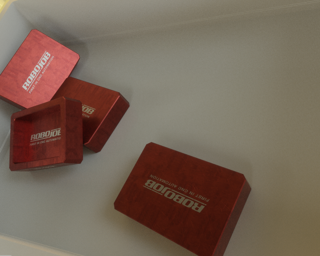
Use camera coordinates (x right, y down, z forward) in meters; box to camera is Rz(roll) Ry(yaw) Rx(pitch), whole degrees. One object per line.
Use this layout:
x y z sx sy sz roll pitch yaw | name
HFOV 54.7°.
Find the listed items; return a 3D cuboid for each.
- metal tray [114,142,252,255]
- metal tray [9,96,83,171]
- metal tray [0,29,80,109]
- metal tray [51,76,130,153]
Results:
0.022 0.076 0.344 0.130 0.030 0.090 17 71 34 | metal tray
-0.168 0.013 0.451 0.130 0.030 0.090 -11 76 33 | metal tray
-0.209 -0.092 0.530 0.130 0.090 0.030 -66 17 -19 | metal tray
-0.121 -0.025 0.482 0.130 0.030 0.090 21 72 35 | metal tray
